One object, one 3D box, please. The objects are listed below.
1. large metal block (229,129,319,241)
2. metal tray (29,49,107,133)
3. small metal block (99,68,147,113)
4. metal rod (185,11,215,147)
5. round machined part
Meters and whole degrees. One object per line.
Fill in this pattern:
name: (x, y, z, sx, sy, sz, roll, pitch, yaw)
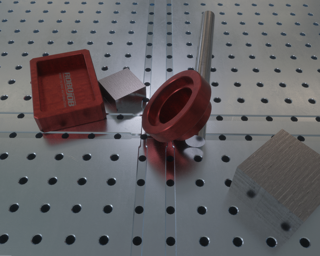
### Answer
large metal block: (0.138, 0.060, 0.342, 0.080, 0.050, 0.080, -34, 58, -25)
metal tray: (-0.136, -0.059, 0.452, 0.091, 0.030, 0.130, -14, 51, -11)
small metal block: (-0.055, -0.056, 0.455, 0.050, 0.025, 0.050, -28, 56, -22)
metal rod: (0.068, -0.096, 0.489, 0.025, 0.025, 0.300, 7, 50, 6)
round machined part: (0.026, -0.023, 0.394, 0.098, 0.042, 0.098, -34, 33, 27)
